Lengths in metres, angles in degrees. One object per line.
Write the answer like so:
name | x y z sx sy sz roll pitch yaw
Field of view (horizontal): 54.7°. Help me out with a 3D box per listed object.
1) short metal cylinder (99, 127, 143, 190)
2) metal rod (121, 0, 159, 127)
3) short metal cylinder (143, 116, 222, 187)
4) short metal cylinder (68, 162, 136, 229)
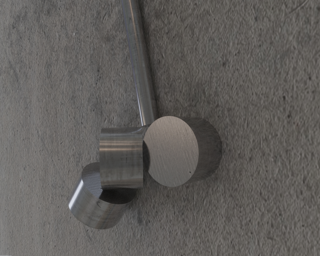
short metal cylinder | -0.049 0.039 0.401 0.050 0.080 0.079 -1 90 -5
metal rod | -0.037 -0.149 0.435 0.025 0.025 0.298 -16 80 39
short metal cylinder | 0.026 0.026 0.368 0.080 0.050 0.079 0 90 40
short metal cylinder | -0.081 0.093 0.435 0.080 0.081 0.050 46 118 30
